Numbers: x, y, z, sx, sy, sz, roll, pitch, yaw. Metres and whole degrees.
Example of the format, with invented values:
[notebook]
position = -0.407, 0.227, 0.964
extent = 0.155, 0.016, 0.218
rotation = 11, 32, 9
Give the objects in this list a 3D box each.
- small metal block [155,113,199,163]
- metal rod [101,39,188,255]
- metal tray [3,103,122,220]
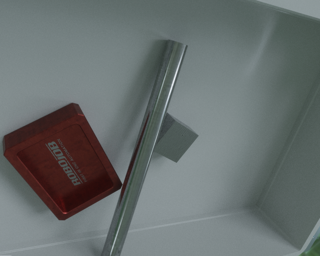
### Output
[small metal block]
position = 0.017, 0.014, 0.428
extent = 0.050, 0.025, 0.050
rotation = 31, 101, -38
[metal rod]
position = -0.024, 0.039, 0.392
extent = 0.025, 0.025, 0.298
rotation = 10, 104, -33
[metal tray]
position = -0.111, 0.044, 0.373
extent = 0.090, 0.030, 0.129
rotation = -29, 129, -11
